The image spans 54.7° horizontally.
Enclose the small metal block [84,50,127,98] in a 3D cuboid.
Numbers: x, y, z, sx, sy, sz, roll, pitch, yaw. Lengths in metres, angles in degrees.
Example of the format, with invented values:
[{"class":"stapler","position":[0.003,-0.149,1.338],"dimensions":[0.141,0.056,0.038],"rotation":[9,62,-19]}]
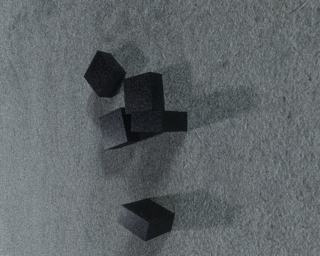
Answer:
[{"class":"small metal block","position":[-0.085,-0.082,0.476],"dimensions":[0.050,0.025,0.050],"rotation":[51,120,27]}]

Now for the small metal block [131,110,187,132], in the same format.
[{"class":"small metal block","position":[-0.001,-0.008,0.389],"dimensions":[0.050,0.050,0.025],"rotation":[0,90,40]}]

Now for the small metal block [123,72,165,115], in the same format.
[{"class":"small metal block","position":[-0.022,-0.046,0.424],"dimensions":[0.050,0.025,0.050],"rotation":[-7,85,39]}]

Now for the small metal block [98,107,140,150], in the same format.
[{"class":"small metal block","position":[-0.061,0.001,0.455],"dimensions":[0.050,0.025,0.050],"rotation":[-20,77,38]}]

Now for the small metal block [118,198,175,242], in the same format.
[{"class":"small metal block","position":[-0.017,0.118,0.403],"dimensions":[0.050,0.050,0.025],"rotation":[20,103,38]}]
